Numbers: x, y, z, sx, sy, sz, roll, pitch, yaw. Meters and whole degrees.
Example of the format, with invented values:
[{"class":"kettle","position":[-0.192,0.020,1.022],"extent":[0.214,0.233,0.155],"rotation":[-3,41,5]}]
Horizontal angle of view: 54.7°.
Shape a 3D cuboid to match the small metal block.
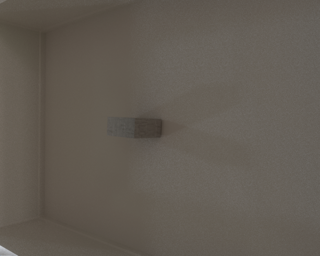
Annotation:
[{"class":"small metal block","position":[-0.034,-0.001,0.412],"extent":[0.050,0.050,0.025],"rotation":[4,93,39]}]
